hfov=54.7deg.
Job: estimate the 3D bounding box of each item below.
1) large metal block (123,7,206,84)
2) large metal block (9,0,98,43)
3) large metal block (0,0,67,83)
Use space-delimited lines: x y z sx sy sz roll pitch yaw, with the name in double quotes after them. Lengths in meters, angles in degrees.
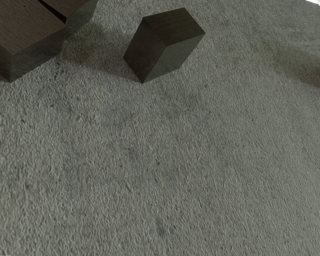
0.005 -0.118 0.443 0.081 0.080 0.050 -30 78 -38 "large metal block"
-0.141 -0.172 0.417 0.080 0.050 0.080 35 51 -5 "large metal block"
-0.172 -0.113 0.364 0.080 0.050 0.080 41 51 0 "large metal block"
